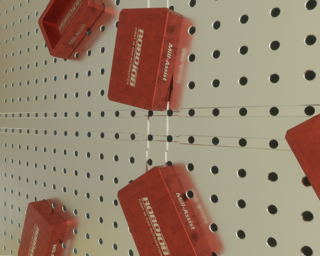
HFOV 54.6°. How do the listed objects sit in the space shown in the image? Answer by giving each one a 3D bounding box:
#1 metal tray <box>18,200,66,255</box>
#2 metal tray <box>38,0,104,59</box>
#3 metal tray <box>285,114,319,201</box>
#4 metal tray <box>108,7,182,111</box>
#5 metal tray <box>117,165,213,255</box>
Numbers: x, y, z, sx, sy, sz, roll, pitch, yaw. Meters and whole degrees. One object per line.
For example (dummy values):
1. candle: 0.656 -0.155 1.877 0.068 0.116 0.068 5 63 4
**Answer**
1. metal tray: -0.231 0.218 0.599 0.090 0.030 0.129 27 107 36
2. metal tray: -0.158 -0.195 0.538 0.130 0.030 0.090 -40 66 33
3. metal tray: 0.185 0.013 0.254 0.130 0.030 0.090 -35 68 34
4. metal tray: -0.024 -0.095 0.427 0.090 0.030 0.129 16 100 39
5. metal tray: 0.002 0.125 0.406 0.090 0.030 0.130 -38 67 33
